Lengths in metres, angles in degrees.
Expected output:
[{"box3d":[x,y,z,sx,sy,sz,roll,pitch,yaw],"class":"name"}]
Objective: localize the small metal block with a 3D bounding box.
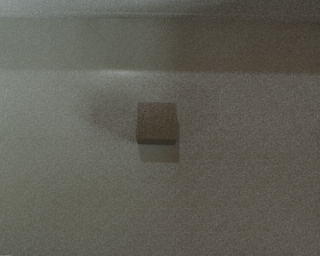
[{"box3d":[-0.004,-0.006,0.408,0.050,0.025,0.050,2,70,1],"class":"small metal block"}]
